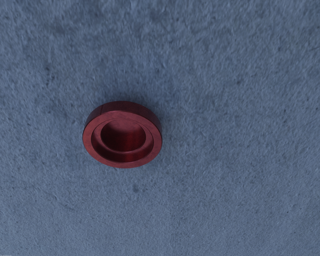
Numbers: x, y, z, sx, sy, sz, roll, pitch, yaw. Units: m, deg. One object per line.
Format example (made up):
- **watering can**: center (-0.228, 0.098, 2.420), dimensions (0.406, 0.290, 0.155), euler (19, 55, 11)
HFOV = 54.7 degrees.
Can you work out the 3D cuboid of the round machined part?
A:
- **round machined part**: center (-0.046, 0.004, 0.399), dimensions (0.099, 0.042, 0.097), euler (-1, 130, 0)
